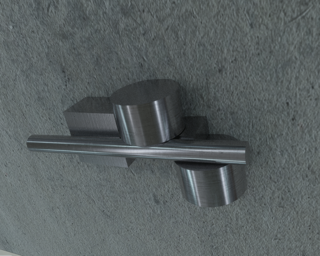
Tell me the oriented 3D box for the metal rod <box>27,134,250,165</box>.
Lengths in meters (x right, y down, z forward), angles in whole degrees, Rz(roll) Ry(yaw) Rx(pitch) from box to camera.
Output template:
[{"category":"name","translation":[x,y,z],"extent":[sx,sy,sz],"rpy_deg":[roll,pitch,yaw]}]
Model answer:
[{"category":"metal rod","translation":[-0.046,0.024,0.380],"extent":[0.301,0.025,0.025],"rpy_deg":[1,119,26]}]

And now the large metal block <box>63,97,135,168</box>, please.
[{"category":"large metal block","translation":[-0.075,0.004,0.428],"extent":[0.080,0.050,0.079],"rpy_deg":[3,120,26]}]

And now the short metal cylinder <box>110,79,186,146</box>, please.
[{"category":"short metal cylinder","translation":[-0.013,-0.021,0.367],"extent":[0.080,0.080,0.050],"rpy_deg":[2,120,27]}]

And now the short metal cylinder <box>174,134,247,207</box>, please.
[{"category":"short metal cylinder","translation":[0.060,0.048,0.369],"extent":[0.080,0.080,0.050],"rpy_deg":[0,118,28]}]

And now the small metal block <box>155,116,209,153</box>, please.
[{"category":"small metal block","translation":[0.028,0.008,0.380],"extent":[0.050,0.050,0.025],"rpy_deg":[1,119,27]}]
